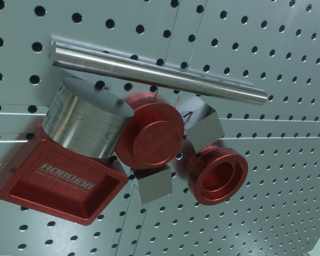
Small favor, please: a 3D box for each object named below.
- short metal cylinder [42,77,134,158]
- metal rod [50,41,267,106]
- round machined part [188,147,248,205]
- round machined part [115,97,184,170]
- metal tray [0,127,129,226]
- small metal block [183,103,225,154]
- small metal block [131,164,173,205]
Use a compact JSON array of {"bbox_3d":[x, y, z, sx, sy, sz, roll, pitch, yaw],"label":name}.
[{"bbox_3d":[-0.075,-0.012,0.327,0.080,0.080,0.050,19,108,-36],"label":"short metal cylinder"},{"bbox_3d":[0.022,-0.060,0.385,0.302,0.025,0.025,6,115,-31],"label":"metal rod"},{"bbox_3d":[0.087,0.071,0.492,0.099,0.042,0.097,-14,124,-21],"label":"round machined part"},{"bbox_3d":[-0.011,0.013,0.401,0.099,0.042,0.097,-13,121,-22],"label":"round machined part"},{"bbox_3d":[-0.115,0.065,0.384,0.090,0.030,0.130,-49,129,7],"label":"metal tray"},{"bbox_3d":[0.060,0.001,0.445,0.050,0.025,0.050,-33,129,-7],"label":"small metal block"},{"bbox_3d":[-0.011,0.078,0.454,0.050,0.025,0.050,-18,126,-18],"label":"small metal block"}]
